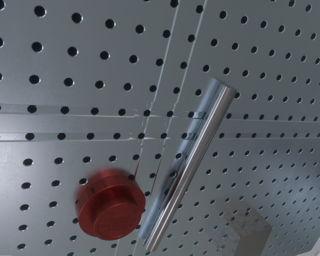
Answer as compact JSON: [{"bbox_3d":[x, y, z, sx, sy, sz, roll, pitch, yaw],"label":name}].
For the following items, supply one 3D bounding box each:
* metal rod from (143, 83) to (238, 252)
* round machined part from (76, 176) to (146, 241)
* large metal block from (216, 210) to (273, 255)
[{"bbox_3d":[0.039,0.072,0.477,0.025,0.025,0.298,11,113,-33],"label":"metal rod"},{"bbox_3d":[-0.066,0.120,0.439,0.099,0.042,0.097,-14,124,-21],"label":"round machined part"},{"bbox_3d":[0.168,0.220,0.623,0.081,0.050,0.079,-6,121,-26],"label":"large metal block"}]
